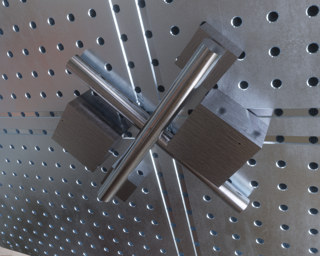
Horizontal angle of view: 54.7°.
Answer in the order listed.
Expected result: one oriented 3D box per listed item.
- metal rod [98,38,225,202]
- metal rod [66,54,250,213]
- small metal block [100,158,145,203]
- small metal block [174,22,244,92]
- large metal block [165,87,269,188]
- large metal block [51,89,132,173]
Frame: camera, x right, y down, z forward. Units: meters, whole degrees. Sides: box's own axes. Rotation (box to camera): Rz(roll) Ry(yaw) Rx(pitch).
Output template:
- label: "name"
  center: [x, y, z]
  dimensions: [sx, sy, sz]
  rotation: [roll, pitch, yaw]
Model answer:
- label: "metal rod"
  center: [-0.017, 0.013, 0.395]
  dimensions: [0.025, 0.025, 0.298]
  rotation: [39, 129, 2]
- label: "metal rod"
  center: [-0.003, 0.008, 0.416]
  dimensions: [0.300, 0.025, 0.025]
  rotation: [40, 129, 0]
- label: "small metal block"
  center: [-0.060, 0.084, 0.495]
  dimensions: [0.050, 0.025, 0.050]
  rotation: [38, 129, 2]
- label: "small metal block"
  center: [0.052, -0.077, 0.337]
  dimensions: [0.050, 0.025, 0.050]
  rotation: [39, 129, 1]
- label: "large metal block"
  center: [0.066, 0.011, 0.367]
  dimensions: [0.080, 0.050, 0.080]
  rotation: [37, 129, 3]
- label: "large metal block"
  center: [-0.099, 0.005, 0.451]
  dimensions: [0.080, 0.050, 0.080]
  rotation: [40, 129, 1]
